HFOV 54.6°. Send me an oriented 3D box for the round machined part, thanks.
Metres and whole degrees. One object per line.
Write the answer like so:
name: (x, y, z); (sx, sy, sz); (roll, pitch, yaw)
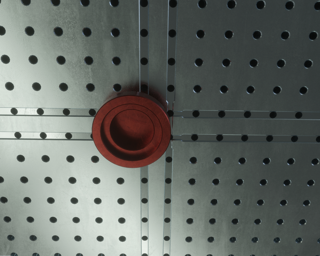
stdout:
round machined part: (-0.035, -0.001, 0.404); (0.099, 0.042, 0.097); (0, 110, 0)
